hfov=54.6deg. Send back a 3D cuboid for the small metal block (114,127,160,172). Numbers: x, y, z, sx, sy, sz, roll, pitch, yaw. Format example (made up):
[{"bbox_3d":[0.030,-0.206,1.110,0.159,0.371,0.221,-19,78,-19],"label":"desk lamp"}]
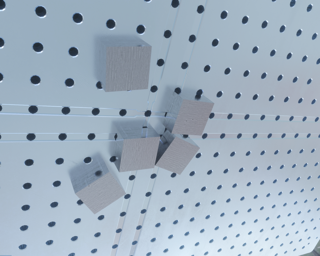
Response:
[{"bbox_3d":[-0.031,0.028,0.411,0.050,0.025,0.050,-3,120,-27],"label":"small metal block"}]

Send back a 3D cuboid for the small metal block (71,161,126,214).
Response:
[{"bbox_3d":[-0.081,0.080,0.416,0.050,0.025,0.050,-33,129,-7],"label":"small metal block"}]

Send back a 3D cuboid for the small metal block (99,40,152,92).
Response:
[{"bbox_3d":[-0.039,-0.070,0.346,0.050,0.025,0.050,-8,122,-25],"label":"small metal block"}]

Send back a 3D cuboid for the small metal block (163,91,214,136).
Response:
[{"bbox_3d":[0.039,-0.019,0.420,0.050,0.025,0.050,4,116,-31],"label":"small metal block"}]

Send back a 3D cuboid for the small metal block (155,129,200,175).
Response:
[{"bbox_3d":[0.020,0.034,0.442,0.050,0.025,0.050,26,104,-37],"label":"small metal block"}]
